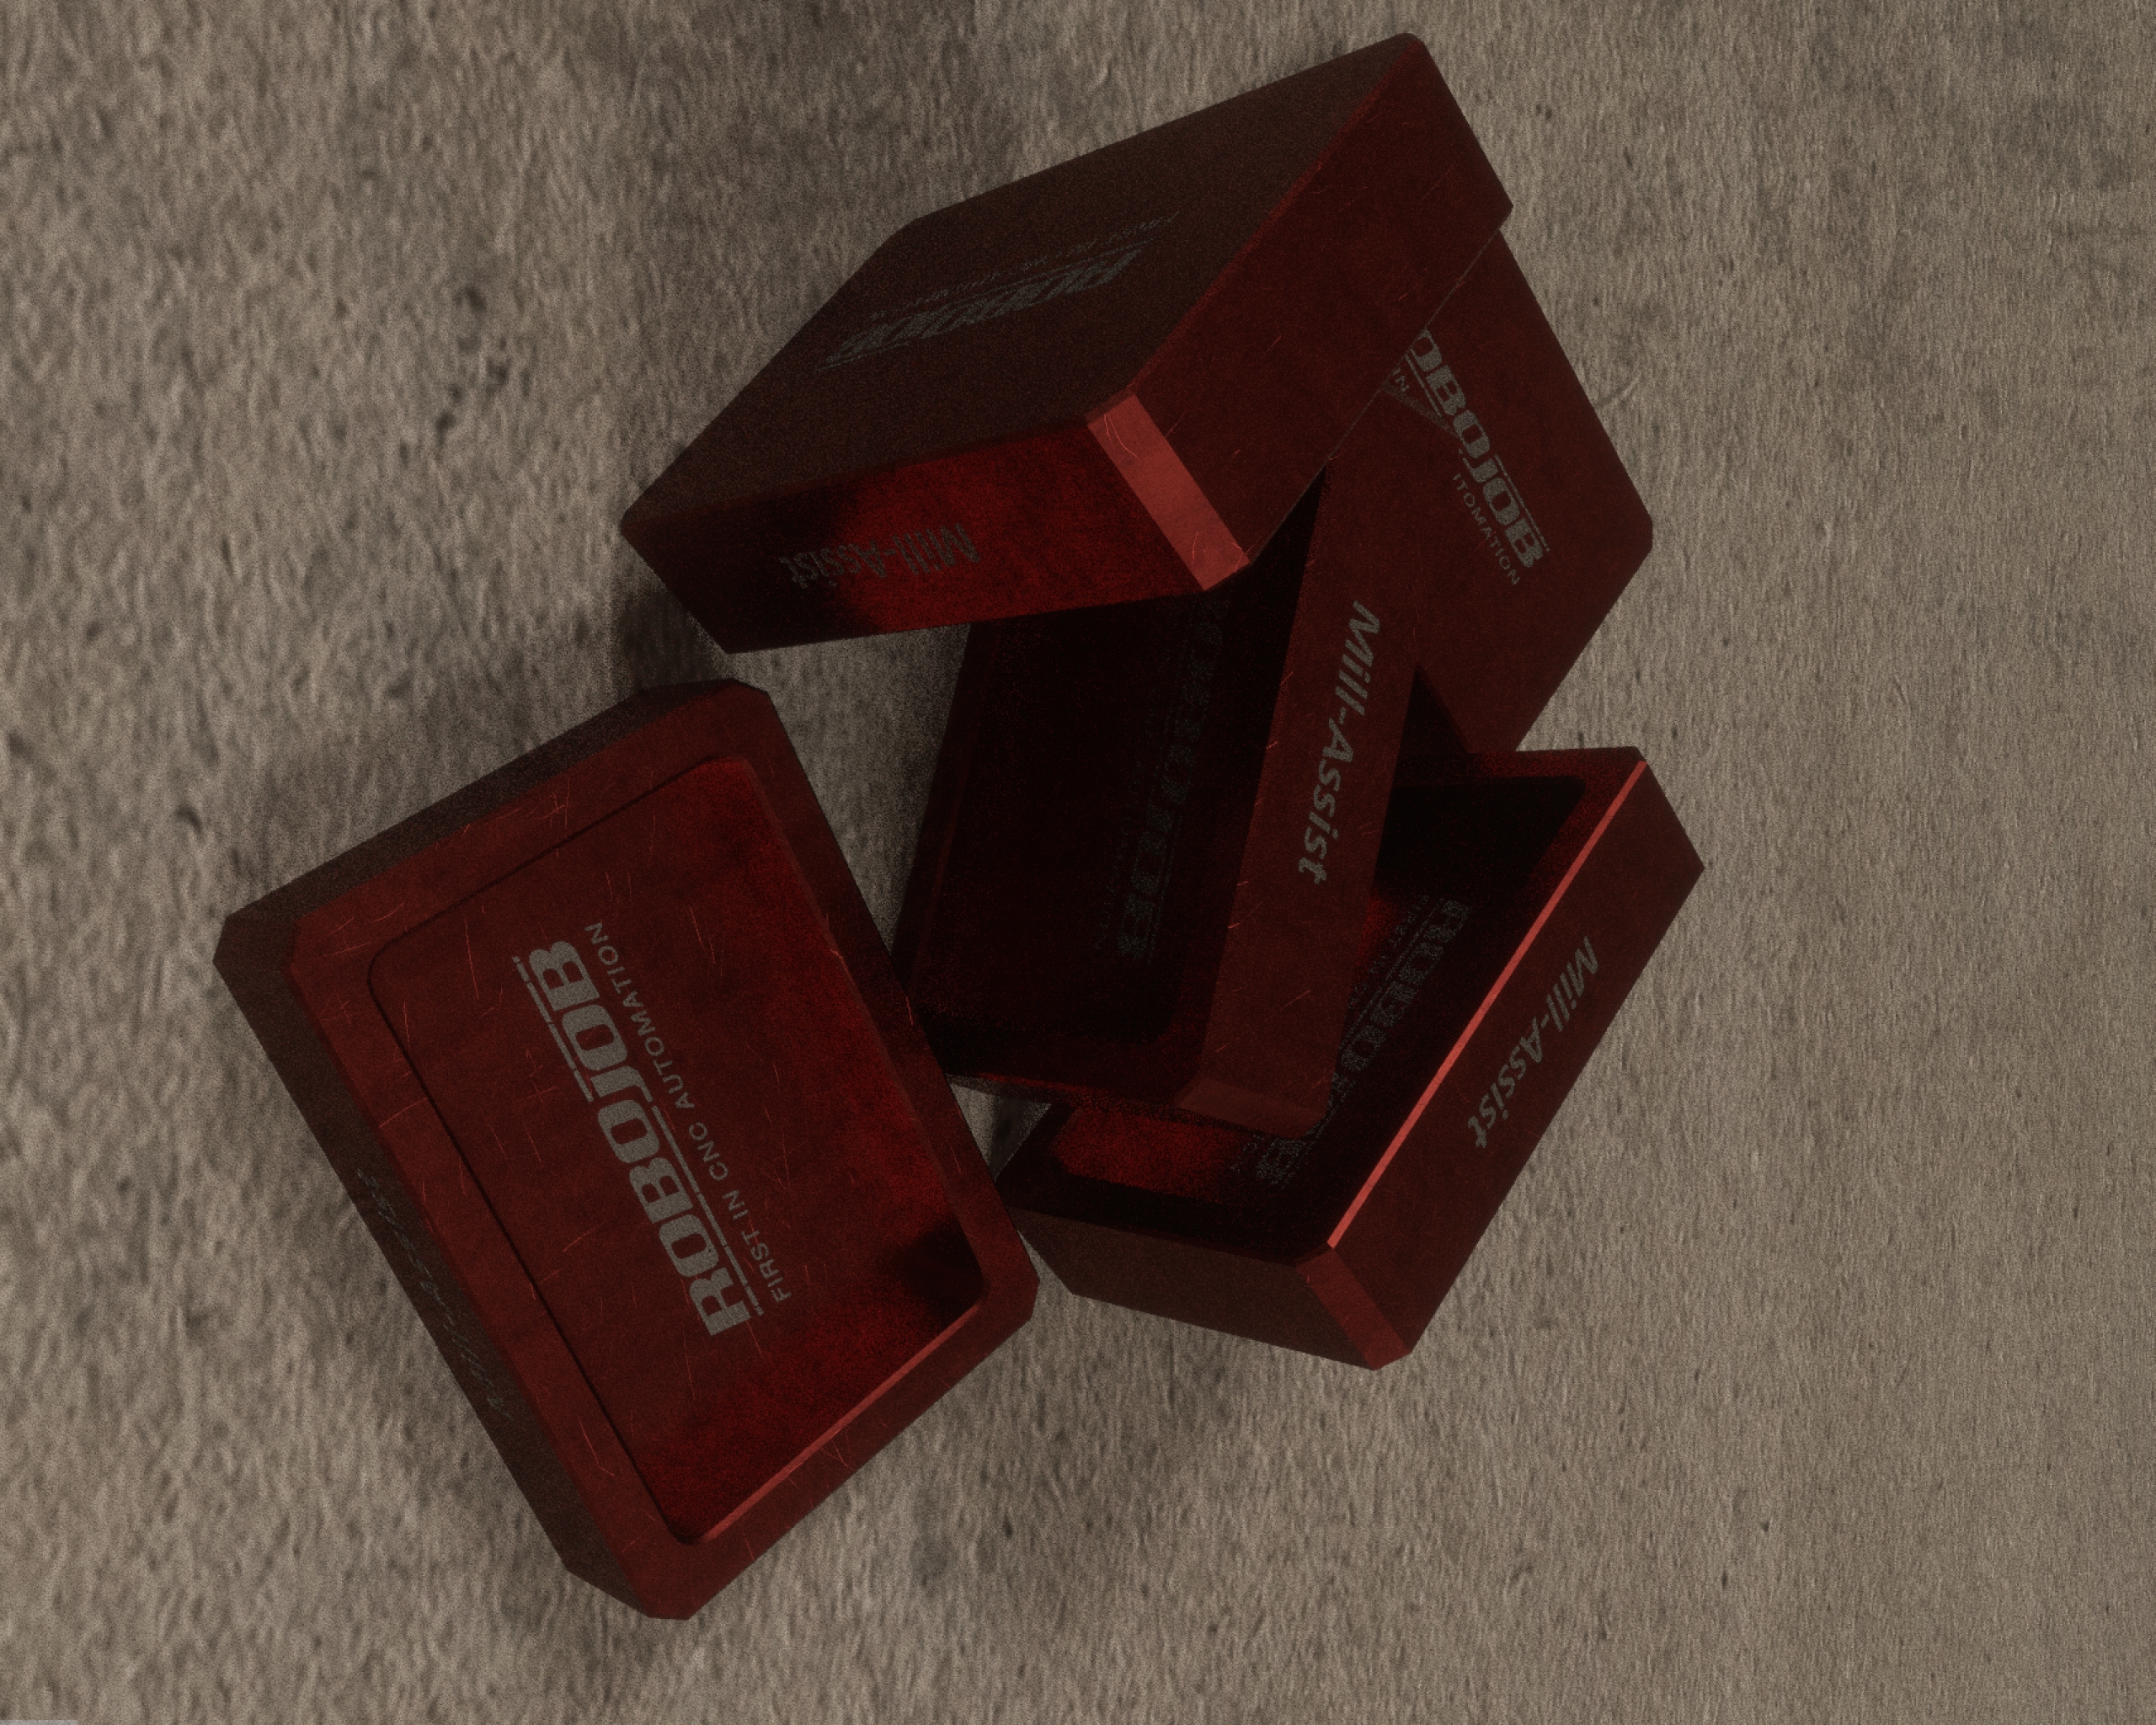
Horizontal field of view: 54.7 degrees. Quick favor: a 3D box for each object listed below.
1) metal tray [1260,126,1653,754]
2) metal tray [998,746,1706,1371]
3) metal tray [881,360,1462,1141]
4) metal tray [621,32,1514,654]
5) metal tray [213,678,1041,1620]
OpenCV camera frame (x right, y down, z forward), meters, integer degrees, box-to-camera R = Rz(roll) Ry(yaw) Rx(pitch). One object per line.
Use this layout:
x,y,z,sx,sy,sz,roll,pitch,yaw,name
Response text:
0.073,-0.094,0.466,0.090,0.030,0.130,-52,121,-27,metal tray
0.054,0.032,0.411,0.130,0.090,0.030,-51,121,-28,metal tray
0.014,-0.020,0.377,0.030,0.090,0.129,21,77,-39,metal tray
-0.007,-0.078,0.334,0.030,0.130,0.090,52,59,-28,metal tray
-0.068,0.046,0.347,0.091,0.030,0.129,-36,112,-34,metal tray
